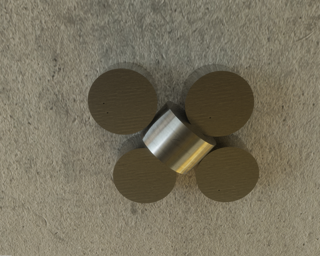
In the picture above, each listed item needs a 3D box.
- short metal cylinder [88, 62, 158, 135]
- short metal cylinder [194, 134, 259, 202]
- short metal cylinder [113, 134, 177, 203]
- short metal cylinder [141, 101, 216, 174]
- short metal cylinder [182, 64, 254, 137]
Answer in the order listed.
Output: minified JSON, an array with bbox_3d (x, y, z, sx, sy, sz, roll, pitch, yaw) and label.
[{"bbox_3d":[-0.043,-0.038,0.382,0.081,0.050,0.079,0,110,-1],"label":"short metal cylinder"},{"bbox_3d":[0.086,0.052,0.417,0.081,0.050,0.079,0,110,-1],"label":"short metal cylinder"},{"bbox_3d":[-0.019,0.053,0.416,0.081,0.050,0.079,0,110,-1],"label":"short metal cylinder"},{"bbox_3d":[0.023,0.011,0.386,0.080,0.080,0.050,38,106,-13],"label":"short metal cylinder"},{"bbox_3d":[0.069,-0.035,0.384,0.081,0.050,0.079,0,110,-1],"label":"short metal cylinder"}]
